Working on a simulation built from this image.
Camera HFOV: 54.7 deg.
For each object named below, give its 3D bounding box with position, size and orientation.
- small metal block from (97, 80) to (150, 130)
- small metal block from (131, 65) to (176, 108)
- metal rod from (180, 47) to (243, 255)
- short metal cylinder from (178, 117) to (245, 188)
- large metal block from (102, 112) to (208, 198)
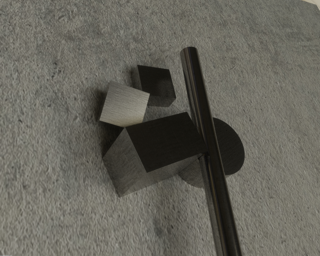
[{"bbox_3d":[-0.046,-0.025,0.383,0.050,0.025,0.050,17,80,-19],"label":"small metal block"},{"bbox_3d":[-0.010,-0.058,0.436,0.050,0.025,0.050,3,60,-28],"label":"small metal block"},{"bbox_3d":[0.056,0.028,0.354,0.025,0.025,0.299,7,59,-25],"label":"metal rod"},{"bbox_3d":[0.062,0.032,0.403,0.081,0.050,0.080,14,56,-21],"label":"short metal cylinder"},{"bbox_3d":[-0.008,0.030,0.347,0.081,0.080,0.050,-15,70,-35],"label":"large metal block"}]
